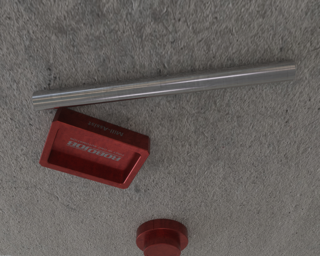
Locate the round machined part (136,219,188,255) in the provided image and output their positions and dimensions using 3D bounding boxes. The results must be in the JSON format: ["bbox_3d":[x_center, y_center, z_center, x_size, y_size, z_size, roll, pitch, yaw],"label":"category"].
[{"bbox_3d":[0.004,0.215,0.580,0.099,0.042,0.097,0,130,0],"label":"round machined part"}]

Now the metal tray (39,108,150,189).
[{"bbox_3d":[-0.090,0.032,0.430,0.131,0.030,0.089,20,127,-16],"label":"metal tray"}]

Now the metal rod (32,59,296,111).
[{"bbox_3d":[0.000,-0.050,0.364,0.302,0.025,0.025,-6,130,5],"label":"metal rod"}]
